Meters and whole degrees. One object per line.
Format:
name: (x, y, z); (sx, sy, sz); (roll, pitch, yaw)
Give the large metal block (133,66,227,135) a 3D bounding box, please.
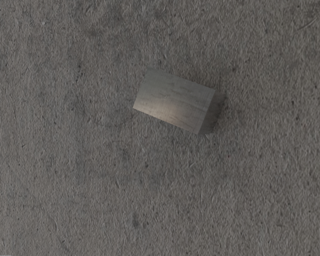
large metal block: (0.027, -0.031, 0.371); (0.080, 0.080, 0.050); (23, 98, 18)
